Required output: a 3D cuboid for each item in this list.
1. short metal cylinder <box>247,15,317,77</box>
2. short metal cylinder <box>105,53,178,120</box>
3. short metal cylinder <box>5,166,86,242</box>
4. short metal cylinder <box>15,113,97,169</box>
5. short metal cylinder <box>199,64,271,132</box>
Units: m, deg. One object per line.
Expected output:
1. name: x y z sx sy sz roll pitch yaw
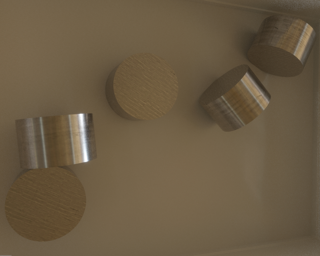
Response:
1. short metal cylinder: 0.175 -0.116 0.448 0.080 0.080 0.050 30 80 -18
2. short metal cylinder: -0.024 -0.049 0.389 0.081 0.050 0.079 0 90 -21
3. short metal cylinder: -0.128 0.080 0.351 0.081 0.050 0.079 0 90 -21
4. short metal cylinder: -0.112 0.012 0.340 0.081 0.080 0.050 -6 93 -20
5. short metal cylinder: 0.100 -0.041 0.420 0.080 0.080 0.050 -46 105 -14
